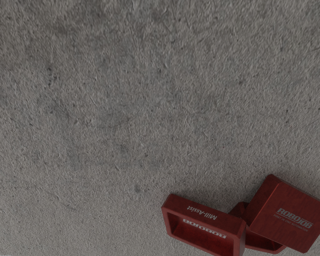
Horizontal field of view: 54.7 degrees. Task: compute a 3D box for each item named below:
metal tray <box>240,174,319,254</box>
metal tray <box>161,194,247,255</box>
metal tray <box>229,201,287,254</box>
[{"bbox_3d":[0.206,0.140,0.499,0.131,0.030,0.090,27,98,-20],"label":"metal tray"},{"bbox_3d":[0.071,0.164,0.504,0.130,0.030,0.090,15,136,27],"label":"metal tray"},{"bbox_3d":[0.181,0.184,0.561,0.131,0.030,0.089,17,128,-15],"label":"metal tray"}]
